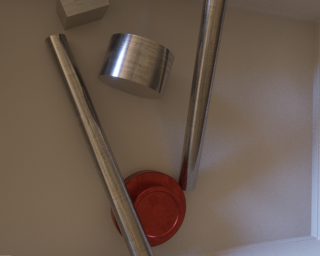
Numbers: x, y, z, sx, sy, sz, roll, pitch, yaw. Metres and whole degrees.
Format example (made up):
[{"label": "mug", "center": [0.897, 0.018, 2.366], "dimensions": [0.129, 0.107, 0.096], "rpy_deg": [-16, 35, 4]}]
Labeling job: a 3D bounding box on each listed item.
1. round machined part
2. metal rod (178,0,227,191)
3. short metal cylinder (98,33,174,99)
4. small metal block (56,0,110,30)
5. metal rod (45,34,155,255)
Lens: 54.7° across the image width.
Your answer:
[{"label": "round machined part", "center": [-0.010, 0.105, 0.399], "dimensions": [0.099, 0.042, 0.097], "rpy_deg": [0, 90, -21]}, {"label": "metal rod", "center": [0.051, -0.055, 0.366], "dimensions": [0.025, 0.025, 0.298], "rpy_deg": [-4, 116, -20]}, {"label": "short metal cylinder", "center": [-0.028, -0.071, 0.372], "dimensions": [0.081, 0.080, 0.050], "rpy_deg": [19, 84, -20]}, {"label": "small metal block", "center": [-0.092, -0.141, 0.364], "dimensions": [0.050, 0.050, 0.025], "rpy_deg": [-25, 99, -19]}, {"label": "metal rod", "center": [-0.066, 0.033, 0.358], "dimensions": [0.025, 0.025, 0.299], "rpy_deg": [-22, 87, -19]}]
